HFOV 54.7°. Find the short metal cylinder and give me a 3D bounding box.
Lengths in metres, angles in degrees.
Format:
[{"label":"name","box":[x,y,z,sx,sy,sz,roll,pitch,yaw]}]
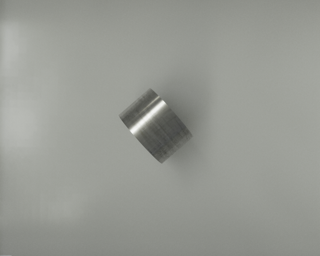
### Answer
[{"label":"short metal cylinder","box":[-0.005,-0.003,0.381,0.050,0.080,0.080,-41,91,0]}]
